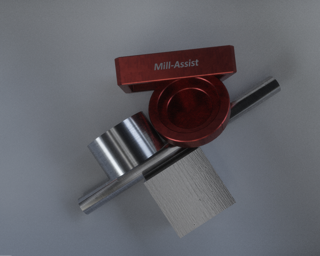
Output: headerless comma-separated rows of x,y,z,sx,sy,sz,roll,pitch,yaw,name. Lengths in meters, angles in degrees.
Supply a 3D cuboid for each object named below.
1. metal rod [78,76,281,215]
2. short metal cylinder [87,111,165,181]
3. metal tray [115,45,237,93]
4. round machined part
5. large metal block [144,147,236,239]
0.026,0.022,0.410,0.301,0.025,0.025,-33,90,-1,metal rod
-0.041,0.022,0.382,0.080,0.080,0.050,-33,90,0,short metal cylinder
0.017,-0.068,0.377,0.131,0.090,0.030,-6,90,-1,metal tray
0.039,-0.020,0.388,0.098,0.042,0.098,-6,64,13,round machined part
0.036,0.078,0.397,0.080,0.050,0.080,-33,90,0,large metal block
